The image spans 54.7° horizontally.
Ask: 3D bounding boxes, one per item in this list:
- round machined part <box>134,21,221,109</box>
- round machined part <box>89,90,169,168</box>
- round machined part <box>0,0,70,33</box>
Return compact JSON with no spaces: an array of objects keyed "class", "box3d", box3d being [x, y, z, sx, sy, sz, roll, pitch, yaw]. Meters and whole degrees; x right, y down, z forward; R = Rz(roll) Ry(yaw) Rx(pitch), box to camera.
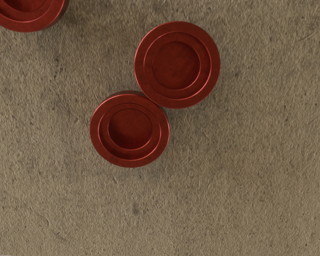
[{"class":"round machined part","box3d":[0.018,-0.074,0.368,0.099,0.042,0.097,-1,103,-6]},{"class":"round machined part","box3d":[-0.037,-0.001,0.400,0.099,0.042,0.097,0,110,0]},{"class":"round machined part","box3d":[-0.148,-0.157,0.341,0.099,0.042,0.097,0,110,0]}]
